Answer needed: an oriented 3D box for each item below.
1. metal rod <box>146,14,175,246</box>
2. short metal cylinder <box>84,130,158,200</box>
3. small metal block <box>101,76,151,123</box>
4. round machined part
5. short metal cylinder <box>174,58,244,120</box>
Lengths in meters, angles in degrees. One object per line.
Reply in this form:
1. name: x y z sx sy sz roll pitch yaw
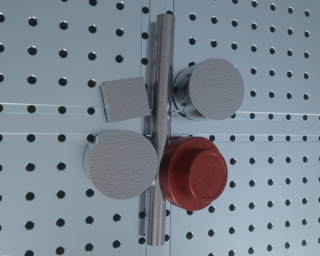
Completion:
1. metal rod: 0.001 0.002 0.409 0.025 0.025 0.298 3 89 -20
2. short metal cylinder: -0.049 0.042 0.377 0.081 0.050 0.079 0 90 -20
3. small metal block: -0.044 -0.036 0.392 0.050 0.025 0.050 -12 94 -20
4. round machined part: 0.051 0.060 0.405 0.099 0.042 0.097 0 89 -36
5. short metal cylinder: 0.065 -0.050 0.419 0.081 0.050 0.079 0 90 -20
